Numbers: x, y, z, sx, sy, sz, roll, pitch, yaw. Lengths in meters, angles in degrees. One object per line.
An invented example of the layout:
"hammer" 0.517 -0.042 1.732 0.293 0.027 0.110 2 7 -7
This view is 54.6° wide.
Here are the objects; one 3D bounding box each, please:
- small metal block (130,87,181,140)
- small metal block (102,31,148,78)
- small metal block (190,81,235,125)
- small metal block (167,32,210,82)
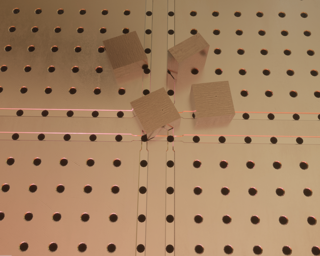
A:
"small metal block" -0.006 -0.020 0.419 0.050 0.025 0.050 -26 72 -9
"small metal block" -0.050 -0.107 0.451 0.050 0.025 0.050 -20 71 -7
"small metal block" 0.071 -0.035 0.425 0.050 0.025 0.050 -6 70 -2
"small metal block" 0.039 -0.098 0.435 0.050 0.050 0.025 -32 73 -11
